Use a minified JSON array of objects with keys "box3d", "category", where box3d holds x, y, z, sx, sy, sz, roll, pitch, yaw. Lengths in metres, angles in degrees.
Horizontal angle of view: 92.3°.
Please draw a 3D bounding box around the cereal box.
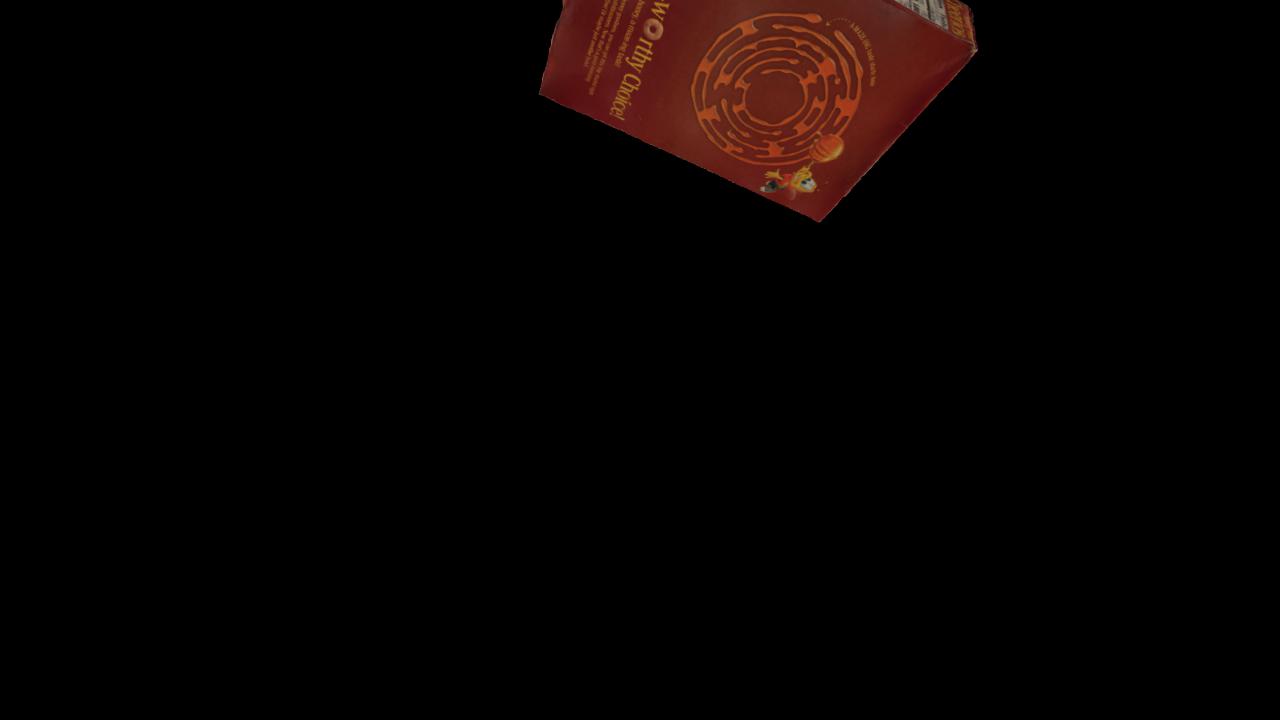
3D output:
[{"box3d":[0.087,-0.261,0.524,0.306,0.081,0.203,20,-34,-12],"category":"cereal box"}]
